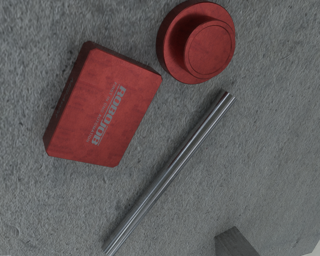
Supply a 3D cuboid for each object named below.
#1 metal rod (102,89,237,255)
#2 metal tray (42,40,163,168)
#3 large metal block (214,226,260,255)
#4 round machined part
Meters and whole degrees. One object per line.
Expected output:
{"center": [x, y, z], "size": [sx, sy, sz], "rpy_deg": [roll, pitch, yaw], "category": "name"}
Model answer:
{"center": [0.009, 0.071, 0.455], "size": [0.025, 0.025, 0.299], "rpy_deg": [29, 102, -38], "category": "metal rod"}
{"center": [-0.066, -0.021, 0.355], "size": [0.091, 0.030, 0.129], "rpy_deg": [17, 109, -35], "category": "metal tray"}
{"center": [0.153, 0.259, 0.616], "size": [0.050, 0.080, 0.080], "rpy_deg": [-22, 127, -16], "category": "large metal block"}
{"center": [0.048, -0.096, 0.363], "size": [0.099, 0.042, 0.097], "rpy_deg": [-14, 124, -21], "category": "round machined part"}
